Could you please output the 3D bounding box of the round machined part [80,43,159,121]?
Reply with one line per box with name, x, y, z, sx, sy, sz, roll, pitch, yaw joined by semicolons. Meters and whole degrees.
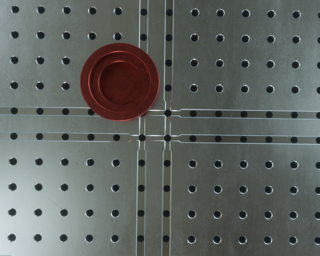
round machined part;-0.050;-0.057;0.404;0.099;0.042;0.097;0;90;-1
